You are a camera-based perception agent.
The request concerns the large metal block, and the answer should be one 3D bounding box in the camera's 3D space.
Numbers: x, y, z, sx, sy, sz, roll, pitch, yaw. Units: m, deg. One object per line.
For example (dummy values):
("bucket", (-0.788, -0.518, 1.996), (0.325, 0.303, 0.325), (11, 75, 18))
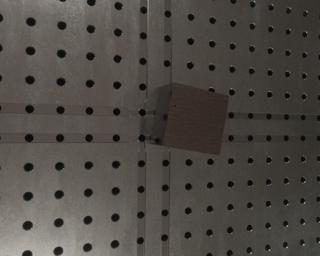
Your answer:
("large metal block", (0.039, -0.010, 0.415), (0.081, 0.050, 0.080), (11, 86, -20))
